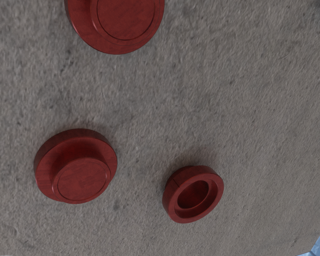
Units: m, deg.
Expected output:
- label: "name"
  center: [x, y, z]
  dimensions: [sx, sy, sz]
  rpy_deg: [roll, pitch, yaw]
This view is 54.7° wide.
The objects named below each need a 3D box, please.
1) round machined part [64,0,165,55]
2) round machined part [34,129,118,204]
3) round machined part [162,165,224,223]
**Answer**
- label: "round machined part"
  center: [-0.039, -0.119, 0.302]
  dimensions: [0.099, 0.042, 0.097]
  rpy_deg: [-14, 125, -21]
- label: "round machined part"
  center: [-0.098, 0.053, 0.376]
  dimensions: [0.099, 0.042, 0.097]
  rpy_deg: [-14, 125, -21]
- label: "round machined part"
  center: [0.047, 0.098, 0.484]
  dimensions: [0.099, 0.042, 0.097]
  rpy_deg: [-14, 125, -21]
